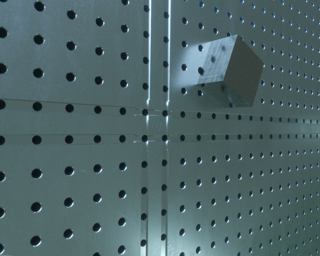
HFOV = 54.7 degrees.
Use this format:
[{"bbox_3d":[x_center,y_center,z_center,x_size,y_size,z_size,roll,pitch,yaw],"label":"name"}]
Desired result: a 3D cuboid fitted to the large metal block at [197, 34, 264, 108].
[{"bbox_3d":[0.114,-0.086,0.491,0.080,0.050,0.080,32,70,-36],"label":"large metal block"}]
